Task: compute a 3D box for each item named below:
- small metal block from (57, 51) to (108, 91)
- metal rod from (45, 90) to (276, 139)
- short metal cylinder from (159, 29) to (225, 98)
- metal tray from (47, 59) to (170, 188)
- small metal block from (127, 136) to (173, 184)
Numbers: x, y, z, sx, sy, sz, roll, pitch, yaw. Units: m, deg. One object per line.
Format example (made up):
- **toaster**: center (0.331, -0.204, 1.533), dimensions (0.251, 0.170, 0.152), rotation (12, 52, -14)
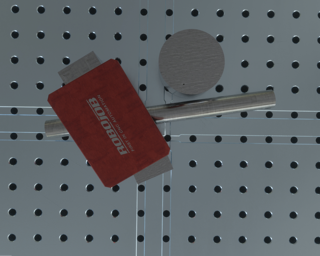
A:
- **small metal block**: center (-0.096, -0.070, 0.399), dimensions (0.050, 0.050, 0.025), rotation (-32, 90, 0)
- **metal rod**: center (0.001, -0.019, 0.413), dimensions (0.302, 0.025, 0.025), rotation (-8, 90, -1)
- **short metal cylinder**: center (0.038, -0.081, 0.401), dimensions (0.081, 0.050, 0.079), rotation (0, 90, -1)
- **metal tray**: center (-0.058, -0.005, 0.371), dimensions (0.090, 0.030, 0.130), rotation (-31, 102, 0)
- **small metal block**: center (-0.016, 0.040, 0.412), dimensions (0.050, 0.025, 0.050), rotation (-23, 90, -1)
